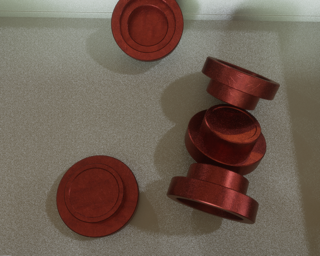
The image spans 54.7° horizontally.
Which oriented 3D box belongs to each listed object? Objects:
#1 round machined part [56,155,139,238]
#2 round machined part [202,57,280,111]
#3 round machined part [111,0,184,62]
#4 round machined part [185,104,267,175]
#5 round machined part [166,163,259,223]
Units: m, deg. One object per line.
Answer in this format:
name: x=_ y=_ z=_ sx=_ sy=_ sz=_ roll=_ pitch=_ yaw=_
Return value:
round machined part: x=-0.075 y=0.080 z=0.371 sx=0.099 sy=0.042 sz=0.098 roll=0 pitch=70 yaw=-1
round machined part: x=0.100 y=-0.056 z=0.403 sx=0.098 sy=0.098 sz=0.042 roll=24 pitch=108 yaw=8
round machined part: x=-0.017 y=-0.143 z=0.439 sx=0.099 sy=0.042 sz=0.097 roll=0 pitch=97 yaw=0
round machined part: x=0.083 y=0.008 z=0.378 sx=0.099 sy=0.042 sz=0.098 roll=7 pitch=43 yaw=-7
round machined part: x=0.060 y=0.070 z=0.346 sx=0.098 sy=0.098 sz=0.042 roll=17 pitch=73 yaw=6
